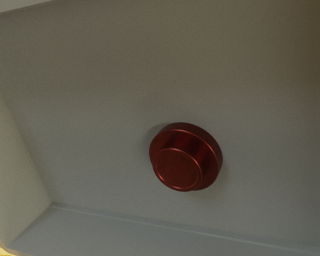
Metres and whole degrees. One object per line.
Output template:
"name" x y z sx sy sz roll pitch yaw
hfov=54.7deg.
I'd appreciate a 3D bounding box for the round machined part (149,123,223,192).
"round machined part" 0.029 0.045 0.409 0.098 0.042 0.097 13 124 20
